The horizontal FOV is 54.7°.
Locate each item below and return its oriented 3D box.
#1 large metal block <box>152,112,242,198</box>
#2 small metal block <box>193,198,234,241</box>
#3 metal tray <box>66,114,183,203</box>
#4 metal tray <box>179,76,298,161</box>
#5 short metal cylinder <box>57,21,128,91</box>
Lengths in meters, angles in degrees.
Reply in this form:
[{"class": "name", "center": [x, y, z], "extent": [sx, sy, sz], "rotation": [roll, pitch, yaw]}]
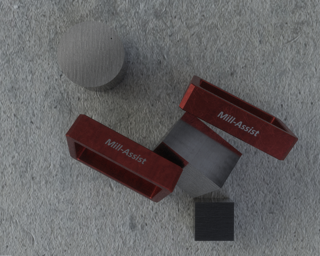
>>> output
[{"class": "large metal block", "center": [0.037, 0.035, 0.376], "extent": [0.080, 0.080, 0.050], "rotation": [39, 64, 0]}, {"class": "small metal block", "center": [0.070, 0.120, 0.411], "extent": [0.050, 0.025, 0.050], "rotation": [0, 90, 0]}, {"class": "metal tray", "center": [-0.046, 0.041, 0.375], "extent": [0.130, 0.090, 0.030], "rotation": [28, 66, 0]}, {"class": "metal tray", "center": [0.091, -0.017, 0.375], "extent": [0.130, 0.090, 0.030], "rotation": [27, 108, 0]}, {"class": "short metal cylinder", "center": [-0.083, -0.089, 0.397], "extent": [0.081, 0.050, 0.080], "rotation": [0, 90, 0]}]
